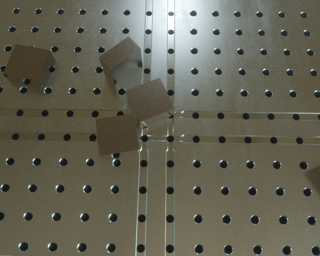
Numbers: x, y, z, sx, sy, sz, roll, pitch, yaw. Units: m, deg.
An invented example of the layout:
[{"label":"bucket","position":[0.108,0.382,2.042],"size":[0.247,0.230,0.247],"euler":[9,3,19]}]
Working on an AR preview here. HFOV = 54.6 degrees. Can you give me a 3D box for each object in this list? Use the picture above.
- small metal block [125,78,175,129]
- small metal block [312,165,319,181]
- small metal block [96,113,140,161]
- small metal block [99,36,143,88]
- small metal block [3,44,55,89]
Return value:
[{"label":"small metal block","position":[-0.014,-0.034,0.424],"size":[0.050,0.025,0.050],"euler":[-22,72,-8]},{"label":"small metal block","position":[0.233,0.060,0.391],"size":[0.050,0.025,0.050],"euler":[-27,72,-10]},{"label":"small metal block","position":[-0.055,0.012,0.407],"size":[0.050,0.025,0.050],"euler":[-9,70,-3]},{"label":"small metal block","position":[-0.053,-0.091,0.431],"size":[0.050,0.050,0.025],"euler":[-39,75,-13]},{"label":"small metal block","position":[-0.186,-0.088,0.443],"size":[0.050,0.025,0.050],"euler":[11,70,4]}]
